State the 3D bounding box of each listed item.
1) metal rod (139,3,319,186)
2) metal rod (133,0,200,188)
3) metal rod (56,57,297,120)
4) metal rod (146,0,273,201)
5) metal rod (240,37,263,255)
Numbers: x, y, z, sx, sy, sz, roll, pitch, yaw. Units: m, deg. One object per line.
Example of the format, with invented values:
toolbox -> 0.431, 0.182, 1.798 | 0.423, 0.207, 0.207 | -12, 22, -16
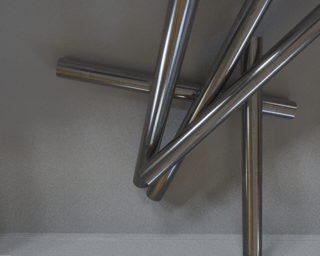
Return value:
metal rod -> 0.089, -0.040, 0.347 | 0.299, 0.025, 0.025 | -43, 105, 12
metal rod -> 0.000, -0.028, 0.337 | 0.025, 0.025, 0.298 | 10, 135, -4
metal rod -> 0.024, -0.049, 0.393 | 0.302, 0.025, 0.025 | 10, 110, -4
metal rod -> 0.049, -0.022, 0.378 | 0.025, 0.025, 0.298 | 21, 118, -8
metal rod -> 0.116, 0.041, 0.390 | 0.025, 0.025, 0.298 | -4, 102, 1
